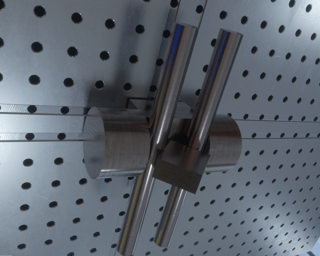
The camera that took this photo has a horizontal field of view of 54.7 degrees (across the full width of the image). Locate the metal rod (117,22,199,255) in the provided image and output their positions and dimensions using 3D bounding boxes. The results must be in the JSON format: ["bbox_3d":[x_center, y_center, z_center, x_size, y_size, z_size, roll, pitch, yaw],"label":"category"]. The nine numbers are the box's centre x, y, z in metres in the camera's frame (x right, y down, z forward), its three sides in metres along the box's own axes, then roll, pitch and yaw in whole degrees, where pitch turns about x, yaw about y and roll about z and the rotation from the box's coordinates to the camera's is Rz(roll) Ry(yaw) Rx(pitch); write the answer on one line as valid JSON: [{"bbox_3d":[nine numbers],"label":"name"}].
[{"bbox_3d":[-0.010,0.032,0.357,0.025,0.025,0.298,1,118,-29],"label":"metal rod"}]

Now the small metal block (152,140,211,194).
[{"bbox_3d":[0.025,0.042,0.349,0.050,0.050,0.025,20,115,11],"label":"small metal block"}]

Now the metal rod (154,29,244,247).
[{"bbox_3d":[0.039,0.031,0.383,0.025,0.025,0.298,1,118,-29],"label":"metal rod"}]

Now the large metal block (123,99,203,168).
[{"bbox_3d":[-0.001,0.012,0.397,0.081,0.050,0.079,1,118,-29],"label":"large metal block"}]

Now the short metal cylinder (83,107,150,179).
[{"bbox_3d":[-0.052,0.017,0.353,0.050,0.080,0.079,1,118,-29],"label":"short metal cylinder"}]

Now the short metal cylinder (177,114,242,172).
[{"bbox_3d":[0.063,0.020,0.418,0.050,0.080,0.079,1,118,-28],"label":"short metal cylinder"}]
